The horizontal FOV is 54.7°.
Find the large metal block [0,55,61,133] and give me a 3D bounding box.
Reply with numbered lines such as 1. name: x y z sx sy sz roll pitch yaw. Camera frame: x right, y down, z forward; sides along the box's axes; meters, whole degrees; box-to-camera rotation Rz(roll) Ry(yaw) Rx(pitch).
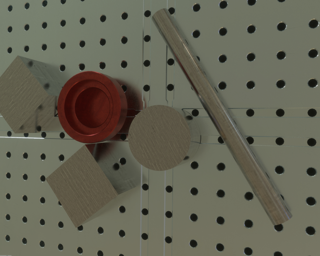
1. large metal block: -0.198 -0.048 0.469 0.080 0.050 0.080 -44 77 14

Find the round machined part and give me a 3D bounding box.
1. round machined part: -0.090 -0.028 0.435 0.098 0.042 0.097 0 91 19

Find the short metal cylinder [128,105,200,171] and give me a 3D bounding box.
1. short metal cylinder: 0.007 0.012 0.397 0.080 0.050 0.080 0 90 20

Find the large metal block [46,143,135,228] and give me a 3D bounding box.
1. large metal block: -0.097 0.077 0.433 0.080 0.050 0.080 -40 78 15

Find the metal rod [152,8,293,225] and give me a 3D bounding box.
1. metal rod: 0.072 -0.022 0.387 0.025 0.025 0.299 -32 80 17
